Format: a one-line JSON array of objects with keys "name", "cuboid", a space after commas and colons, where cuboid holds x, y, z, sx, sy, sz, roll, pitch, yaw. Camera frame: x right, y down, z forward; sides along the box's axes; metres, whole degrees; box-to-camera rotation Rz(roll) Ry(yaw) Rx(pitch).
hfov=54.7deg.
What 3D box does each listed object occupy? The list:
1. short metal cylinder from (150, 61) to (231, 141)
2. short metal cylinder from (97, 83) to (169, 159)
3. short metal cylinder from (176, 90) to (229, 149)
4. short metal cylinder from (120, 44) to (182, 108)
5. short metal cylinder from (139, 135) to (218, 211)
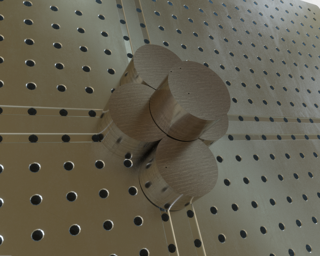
[{"name": "short metal cylinder", "cuboid": [0.035, -0.031, 0.364, 0.081, 0.050, 0.080, 14, 56, -21]}, {"name": "short metal cylinder", "cuboid": [-0.031, -0.008, 0.380, 0.081, 0.050, 0.080, 14, 56, -21]}, {"name": "short metal cylinder", "cuboid": [0.045, -0.008, 0.420, 0.081, 0.050, 0.080, 14, 56, -21]}, {"name": "short metal cylinder", "cuboid": [-0.008, -0.068, 0.428, 0.081, 0.050, 0.080, 14, 56, -22]}, {"name": "short metal cylinder", "cuboid": [0.022, 0.052, 0.371, 0.081, 0.050, 0.080, 14, 54, -20]}]
